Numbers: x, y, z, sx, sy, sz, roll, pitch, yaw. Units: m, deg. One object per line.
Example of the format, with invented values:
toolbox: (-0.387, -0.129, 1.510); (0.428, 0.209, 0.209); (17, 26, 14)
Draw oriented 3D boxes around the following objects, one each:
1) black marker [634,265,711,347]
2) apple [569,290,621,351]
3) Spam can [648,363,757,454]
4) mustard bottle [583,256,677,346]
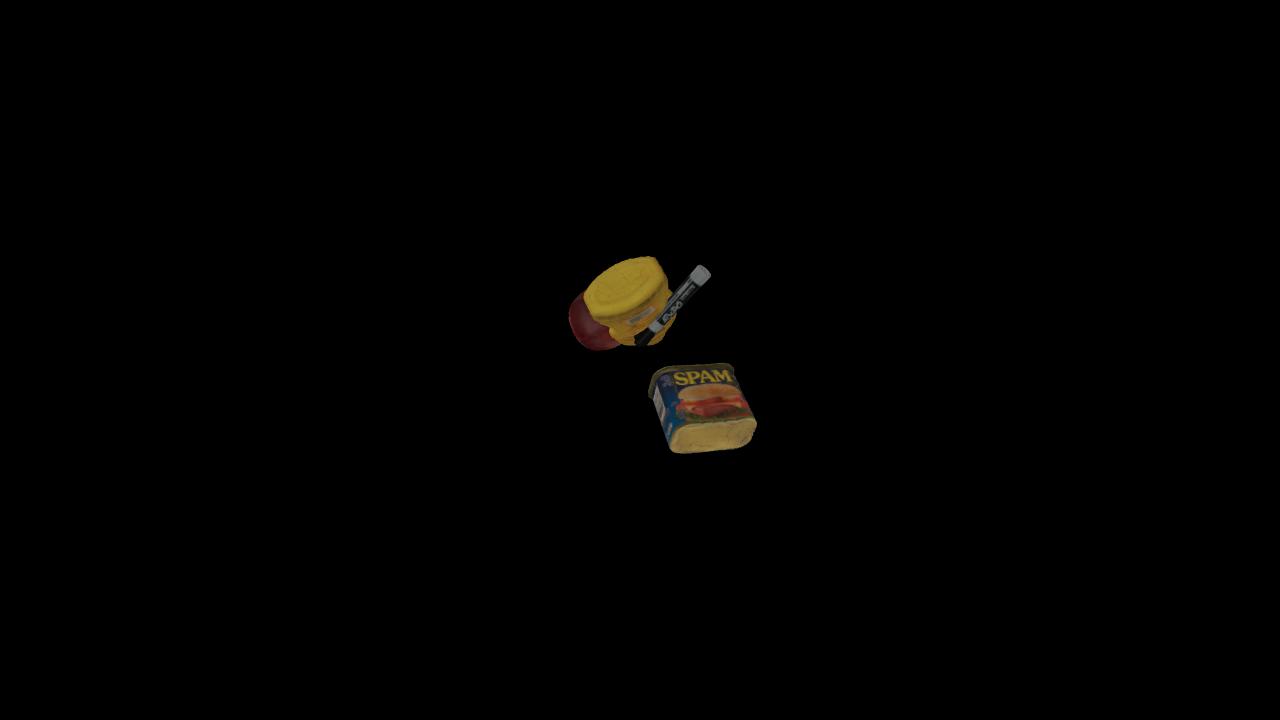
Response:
black marker: (0.034, -0.058, 0.696); (0.121, 0.020, 0.020); (-47, -25, 25)
apple: (-0.042, -0.054, 0.748); (0.093, 0.079, 0.079); (-22, -10, 27)
Spam can: (0.069, 0.054, 0.687); (0.101, 0.058, 0.085); (-3, 46, -16)
mustard bottle: (0.000, -0.055, 0.722); (0.092, 0.054, 0.184); (-34, -18, 2)
